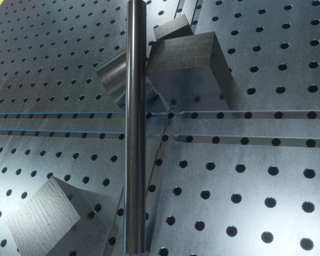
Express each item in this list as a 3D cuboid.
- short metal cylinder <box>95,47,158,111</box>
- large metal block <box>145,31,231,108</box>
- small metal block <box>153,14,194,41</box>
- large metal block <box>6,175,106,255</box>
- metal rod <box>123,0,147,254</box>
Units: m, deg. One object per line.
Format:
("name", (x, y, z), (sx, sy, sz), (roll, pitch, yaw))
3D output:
("short metal cylinder", (-0.046, -0.067, 0.436), (0.050, 0.080, 0.080), (-33, 52, 7))
("large metal block", (0.039, -0.070, 0.394), (0.080, 0.080, 0.050), (-2, 61, 27))
("small metal block", (0.025, -0.132, 0.459), (0.050, 0.050, 0.025), (-23, 54, 14))
("large metal block", (-0.129, 0.121, 0.384), (0.080, 0.050, 0.080), (-47, 52, -5))
("metal rod", (-0.029, -0.011, 0.368), (0.025, 0.025, 0.298), (-5, 78, 25))
